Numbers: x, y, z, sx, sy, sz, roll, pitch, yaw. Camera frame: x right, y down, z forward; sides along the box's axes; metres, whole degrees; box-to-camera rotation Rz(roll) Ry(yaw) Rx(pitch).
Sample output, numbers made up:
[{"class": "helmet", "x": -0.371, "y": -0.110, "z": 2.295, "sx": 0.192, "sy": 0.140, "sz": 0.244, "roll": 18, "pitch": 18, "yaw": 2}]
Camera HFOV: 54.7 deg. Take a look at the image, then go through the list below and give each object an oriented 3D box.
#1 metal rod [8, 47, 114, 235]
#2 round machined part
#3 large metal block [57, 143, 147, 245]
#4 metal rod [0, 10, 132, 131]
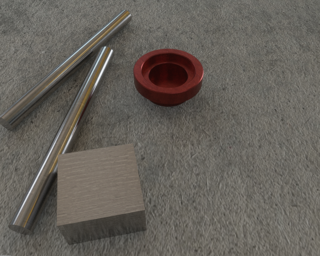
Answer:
[{"class": "metal rod", "x": -0.114, "y": -0.009, "z": 0.409, "sx": 0.025, "sy": 0.025, "sz": 0.300, "roll": 8, "pitch": 50, "yaw": 6}, {"class": "round machined part", "x": 0.012, "y": -0.069, "z": 0.450, "sx": 0.099, "sy": 0.042, "sz": 0.098, "roll": 0, "pitch": 50, "yaw": 0}, {"class": "large metal block", "x": -0.061, "y": 0.068, "z": 0.329, "sx": 0.081, "sy": 0.050, "sz": 0.080, "roll": -8, "pitch": 51, "yaw": -8}, {"class": "metal rod", "x": -0.133, "y": -0.107, "z": 0.491, "sx": 0.025, "sy": 0.025, "sz": 0.301, "roll": 22, "pitch": 53, "yaw": 17}]
